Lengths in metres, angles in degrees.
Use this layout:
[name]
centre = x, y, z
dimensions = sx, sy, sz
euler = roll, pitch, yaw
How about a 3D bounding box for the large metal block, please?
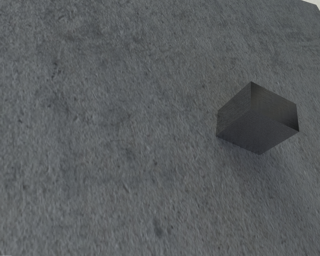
[large metal block]
centre = 0.140, -0.011, 0.453
dimensions = 0.080, 0.080, 0.050
euler = 23, 53, -15
